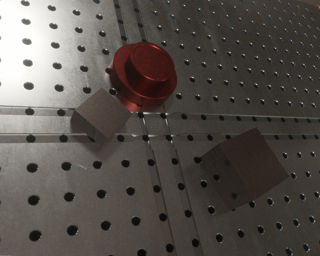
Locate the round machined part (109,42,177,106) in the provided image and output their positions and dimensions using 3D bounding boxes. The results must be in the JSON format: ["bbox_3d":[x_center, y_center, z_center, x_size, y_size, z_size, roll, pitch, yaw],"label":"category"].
[{"bbox_3d":[-0.019,-0.083,0.439,0.099,0.042,0.098,14,56,-21],"label":"round machined part"}]

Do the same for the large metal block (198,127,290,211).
[{"bbox_3d":[0.114,0.054,0.422,0.081,0.050,0.080,-19,72,-36],"label":"large metal block"}]

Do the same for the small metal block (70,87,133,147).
[{"bbox_3d":[-0.071,-0.014,0.379,0.050,0.025,0.050,41,51,-1],"label":"small metal block"}]
